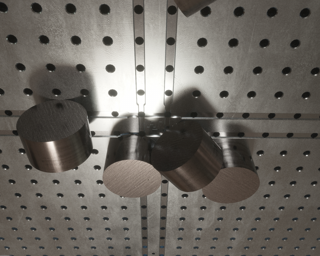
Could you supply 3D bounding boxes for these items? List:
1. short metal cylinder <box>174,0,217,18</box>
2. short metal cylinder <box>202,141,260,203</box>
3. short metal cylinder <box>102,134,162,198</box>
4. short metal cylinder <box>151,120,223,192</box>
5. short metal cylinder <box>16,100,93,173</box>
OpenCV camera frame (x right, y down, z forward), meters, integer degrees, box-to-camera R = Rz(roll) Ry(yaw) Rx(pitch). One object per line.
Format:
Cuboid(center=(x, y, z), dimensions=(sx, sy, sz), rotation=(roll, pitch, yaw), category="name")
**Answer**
Cuboid(center=(0.026, -0.141, 0.256), dimensions=(0.050, 0.080, 0.080), rotation=(-26, 126, 20), category="short metal cylinder")
Cuboid(center=(0.099, 0.066, 0.453), dimensions=(0.081, 0.050, 0.079), rotation=(0, 130, 0), category="short metal cylinder")
Cuboid(center=(-0.038, 0.055, 0.441), dimensions=(0.081, 0.050, 0.079), rotation=(0, 130, 0), category="short metal cylinder")
Cuboid(center=(0.035, 0.037, 0.407), dimensions=(0.080, 0.080, 0.050), rotation=(-30, 124, 22), category="short metal cylinder")
Cuboid(center=(-0.127, 0.008, 0.381), dimensions=(0.081, 0.080, 0.050), rotation=(0, 130, 0), category="short metal cylinder")
